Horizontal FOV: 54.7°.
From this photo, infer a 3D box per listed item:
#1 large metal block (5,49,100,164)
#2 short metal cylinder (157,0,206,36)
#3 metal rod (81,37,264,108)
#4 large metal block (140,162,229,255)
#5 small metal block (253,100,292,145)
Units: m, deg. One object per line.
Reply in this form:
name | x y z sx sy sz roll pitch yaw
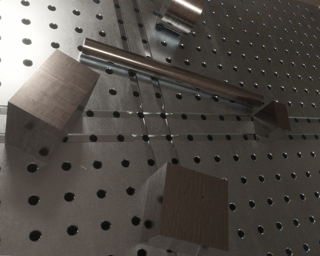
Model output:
large metal block | -0.113 -0.021 0.325 0.050 0.080 0.080 31 52 -9
short metal cylinder | 0.035 -0.201 0.516 0.050 0.080 0.080 21 54 -16
metal rod | 0.033 -0.078 0.475 0.302 0.025 0.025 13 56 -21
large metal block | 0.029 0.095 0.352 0.080 0.050 0.080 20 54 -17
small metal block | 0.178 -0.007 0.495 0.025 0.050 0.050 16 55 -20
